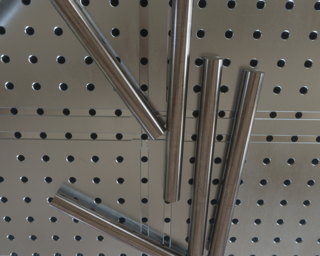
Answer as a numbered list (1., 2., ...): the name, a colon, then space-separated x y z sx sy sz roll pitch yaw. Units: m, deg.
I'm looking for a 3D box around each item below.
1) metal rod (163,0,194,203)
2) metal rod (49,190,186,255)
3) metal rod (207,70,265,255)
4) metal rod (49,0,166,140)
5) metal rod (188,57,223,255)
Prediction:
1. metal rod: 0.022 -0.039 0.399 0.025 0.025 0.298 2 110 -1
2. metal rod: -0.027 0.177 0.478 0.301 0.025 0.025 31 107 -11
3. metal rod: 0.103 0.068 0.439 0.025 0.025 0.298 6 110 -2
4. metal rod: -0.085 -0.109 0.372 0.025 0.025 0.300 -32 107 11
5. metal rod: 0.061 0.054 0.433 0.025 0.025 0.298 2 110 -1
